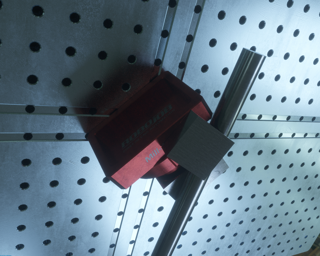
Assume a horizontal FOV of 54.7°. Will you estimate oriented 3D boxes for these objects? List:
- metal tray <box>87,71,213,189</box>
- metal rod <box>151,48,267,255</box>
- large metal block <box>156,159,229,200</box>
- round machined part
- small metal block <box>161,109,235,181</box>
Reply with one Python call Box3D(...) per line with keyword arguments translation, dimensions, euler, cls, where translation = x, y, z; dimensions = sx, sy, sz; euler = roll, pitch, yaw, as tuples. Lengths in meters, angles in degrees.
Box3D(translation=(-0.016, -0.002, 0.360), dimensions=(0.130, 0.090, 0.030), euler=(-40, 130, -2), cls="metal tray")
Box3D(translation=(0.047, 0.053, 0.367), dimensions=(0.025, 0.025, 0.298), euler=(7, 115, -32), cls="metal rod")
Box3D(translation=(0.030, 0.043, 0.417), dimensions=(0.080, 0.080, 0.050), euler=(-40, 130, -1), cls="large metal block")
Box3D(translation=(-0.002, 0.020, 0.382), dimensions=(0.098, 0.098, 0.042), euler=(-41, 130, -1), cls="round machined part")
Box3D(translation=(0.038, 0.018, 0.318), dimensions=(0.050, 0.025, 0.050), euler=(35, 97, -20), cls="small metal block")
